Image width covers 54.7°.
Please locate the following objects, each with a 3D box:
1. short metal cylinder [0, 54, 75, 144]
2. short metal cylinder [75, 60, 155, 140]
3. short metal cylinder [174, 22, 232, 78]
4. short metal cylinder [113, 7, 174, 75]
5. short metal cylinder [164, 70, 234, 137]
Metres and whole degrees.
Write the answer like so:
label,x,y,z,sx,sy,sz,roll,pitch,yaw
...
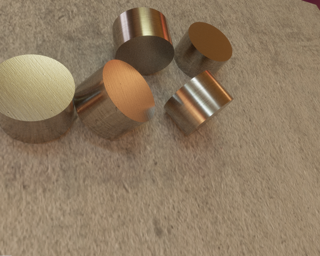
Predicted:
label,x,y,z,sx,sy,sz,roll,pitch,yaw
short metal cylinder,-0.132,-0.030,0.327,0.081,0.050,0.080,7,60,-13
short metal cylinder,-0.052,-0.032,0.363,0.080,0.050,0.080,34,40,-36
short metal cylinder,0.069,-0.124,0.503,0.081,0.050,0.080,14,56,-21
short metal cylinder,-0.024,-0.118,0.429,0.081,0.080,0.050,5,60,-26
short metal cylinder,0.052,-0.032,0.418,0.081,0.080,0.050,-33,81,-38
